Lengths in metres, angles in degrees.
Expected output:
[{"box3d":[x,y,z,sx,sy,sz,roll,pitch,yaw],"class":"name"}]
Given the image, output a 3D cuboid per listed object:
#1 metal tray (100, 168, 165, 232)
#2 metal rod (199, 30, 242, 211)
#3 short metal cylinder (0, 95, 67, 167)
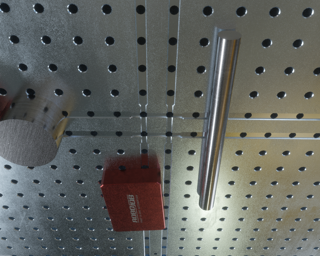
[{"box3d":[-0.040,0.122,0.512,0.091,0.030,0.129,-3,130,2],"class":"metal tray"},{"box3d":[0.076,0.015,0.424,0.025,0.025,0.298,-1,130,0],"class":"metal rod"},{"box3d":[-0.166,0.004,0.397,0.081,0.050,0.079,0,130,0],"class":"short metal cylinder"}]
